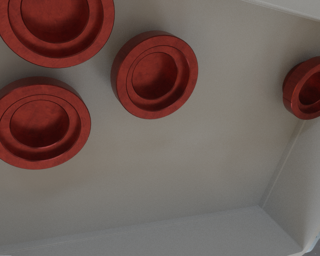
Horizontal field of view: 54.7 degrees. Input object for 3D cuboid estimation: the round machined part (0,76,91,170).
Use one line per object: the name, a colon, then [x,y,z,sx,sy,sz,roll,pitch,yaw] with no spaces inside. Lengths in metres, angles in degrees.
round machined part: [-0.126,-0.008,0.324,0.099,0.042,0.097,-14,124,-21]

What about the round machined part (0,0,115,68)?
round machined part: [-0.094,-0.106,0.274,0.099,0.042,0.097,-17,134,-18]

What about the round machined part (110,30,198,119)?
round machined part: [-0.009,-0.062,0.354,0.099,0.042,0.097,-14,124,-21]

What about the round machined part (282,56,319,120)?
round machined part: [0.232,-0.065,0.480,0.099,0.042,0.097,-11,124,-16]
